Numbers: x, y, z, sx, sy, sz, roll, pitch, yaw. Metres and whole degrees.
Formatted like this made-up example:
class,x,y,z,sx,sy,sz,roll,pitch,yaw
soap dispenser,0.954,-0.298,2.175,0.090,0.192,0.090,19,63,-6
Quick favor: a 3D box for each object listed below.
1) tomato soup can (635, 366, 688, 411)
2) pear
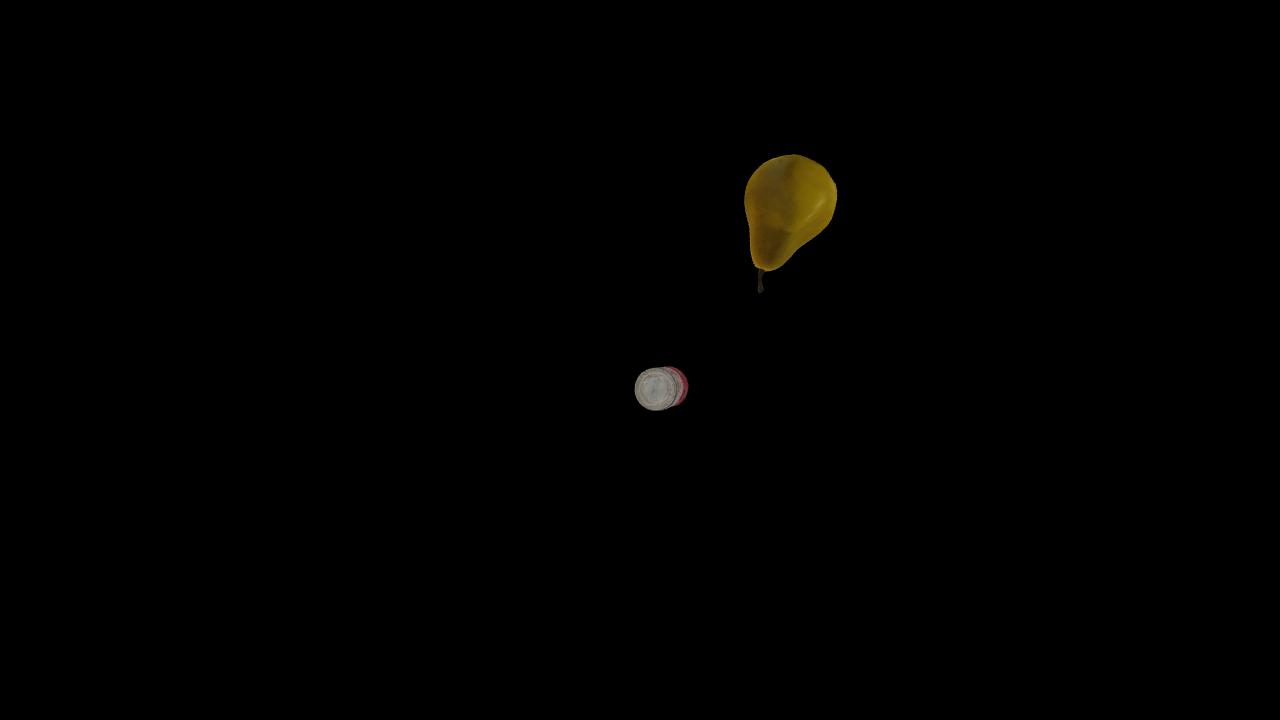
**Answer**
class,x,y,z,sx,sy,sz,roll,pitch,yaw
tomato soup can,0.035,0.044,0.965,0.068,0.068,0.101,0,0,14
pear,0.116,-0.115,0.523,0.080,0.111,0.080,29,1,-1
